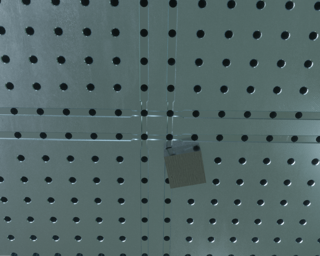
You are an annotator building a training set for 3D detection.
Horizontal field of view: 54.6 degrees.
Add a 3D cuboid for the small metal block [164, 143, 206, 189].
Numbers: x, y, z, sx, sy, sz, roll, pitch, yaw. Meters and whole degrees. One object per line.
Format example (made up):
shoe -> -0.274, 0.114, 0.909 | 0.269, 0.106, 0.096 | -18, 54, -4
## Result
small metal block -> 0.035, 0.053, 0.433 | 0.050, 0.025, 0.050 | -10, 110, 3
